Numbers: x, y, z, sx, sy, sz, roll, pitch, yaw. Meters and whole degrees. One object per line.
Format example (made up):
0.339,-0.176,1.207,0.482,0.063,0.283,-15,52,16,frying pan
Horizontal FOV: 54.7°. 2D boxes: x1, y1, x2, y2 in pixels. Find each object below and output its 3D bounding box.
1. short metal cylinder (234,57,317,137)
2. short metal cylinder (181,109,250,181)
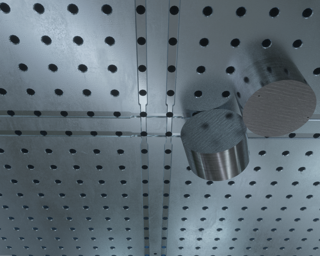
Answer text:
0.133,-0.036,0.366,0.081,0.050,0.079,0,130,0,short metal cylinder
0.071,0.020,0.393,0.080,0.080,0.050,-11,129,9,short metal cylinder
